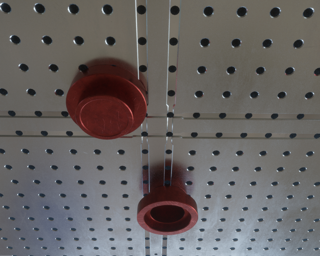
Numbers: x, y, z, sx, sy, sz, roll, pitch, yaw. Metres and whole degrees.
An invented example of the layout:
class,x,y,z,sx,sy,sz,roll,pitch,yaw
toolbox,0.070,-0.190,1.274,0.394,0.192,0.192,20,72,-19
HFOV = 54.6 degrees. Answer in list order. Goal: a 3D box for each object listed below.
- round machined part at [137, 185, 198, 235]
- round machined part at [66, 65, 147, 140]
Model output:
class,x,y,z,sx,sy,sz,roll,pitch,yaw
round machined part,0.012,0.133,0.513,0.099,0.042,0.097,0,130,0
round machined part,-0.066,-0.024,0.380,0.099,0.042,0.097,0,130,0
